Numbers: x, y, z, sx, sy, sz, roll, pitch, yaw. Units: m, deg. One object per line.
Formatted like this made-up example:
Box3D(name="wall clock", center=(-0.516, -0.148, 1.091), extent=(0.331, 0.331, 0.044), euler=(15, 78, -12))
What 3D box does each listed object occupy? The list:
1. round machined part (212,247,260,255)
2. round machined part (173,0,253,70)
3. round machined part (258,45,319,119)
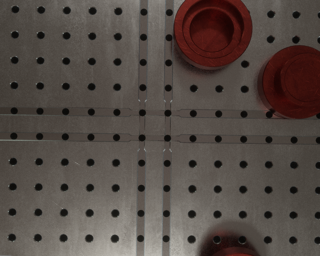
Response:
Box3D(name="round machined part", center=(0.100, 0.204, 0.406), extent=(0.099, 0.042, 0.097), euler=(0, 90, -1))
Box3D(name="round machined part", center=(0.066, -0.125, 0.406), extent=(0.099, 0.042, 0.097), euler=(0, 90, -1))
Box3D(name="round machined part", center=(0.184, -0.061, 0.407), extent=(0.099, 0.042, 0.097), euler=(0, 90, -1))
